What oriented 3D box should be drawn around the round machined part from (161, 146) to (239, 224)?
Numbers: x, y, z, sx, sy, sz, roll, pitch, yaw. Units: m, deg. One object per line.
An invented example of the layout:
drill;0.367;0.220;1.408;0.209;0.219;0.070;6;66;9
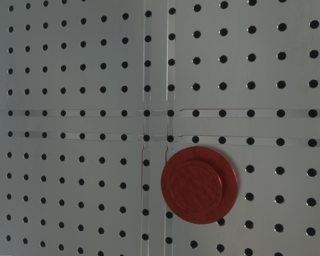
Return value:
round machined part;0.047;0.072;0.387;0.098;0.042;0.097;0;90;20
